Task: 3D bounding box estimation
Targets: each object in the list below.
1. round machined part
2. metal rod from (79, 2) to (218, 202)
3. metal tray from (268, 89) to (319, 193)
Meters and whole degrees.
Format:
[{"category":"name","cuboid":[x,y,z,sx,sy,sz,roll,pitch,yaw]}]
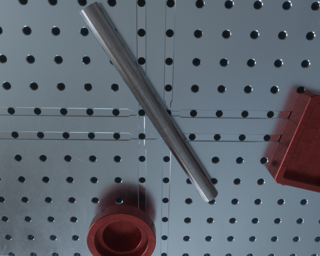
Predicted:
[{"category":"round machined part","cuboid":[-0.055,0.155,0.461,0.099,0.042,0.097,0,110,-1]},{"category":"metal rod","cuboid":[-0.005,-0.021,0.405,0.025,0.025,0.299,-30,108,10]},{"category":"metal tray","cuboid":[0.215,0.021,0.421,0.091,0.030,0.129,13,109,-6]}]
